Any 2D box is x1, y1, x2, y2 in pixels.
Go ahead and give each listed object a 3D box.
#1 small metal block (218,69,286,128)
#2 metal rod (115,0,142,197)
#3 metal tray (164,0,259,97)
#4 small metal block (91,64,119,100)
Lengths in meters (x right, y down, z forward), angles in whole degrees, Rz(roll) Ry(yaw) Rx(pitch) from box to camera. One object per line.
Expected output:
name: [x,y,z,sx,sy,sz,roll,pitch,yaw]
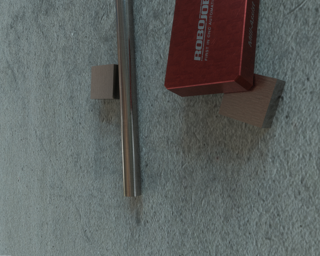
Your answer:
small metal block: [0.096,-0.031,0.325,0.050,0.025,0.050,23,104,37]
metal rod: [-0.045,-0.055,0.440,0.025,0.025,0.298,-5,87,39]
metal tray: [0.056,-0.103,0.335,0.090,0.030,0.129,-1,76,40]
small metal block: [-0.078,-0.068,0.467,0.050,0.025,0.050,4,92,39]
